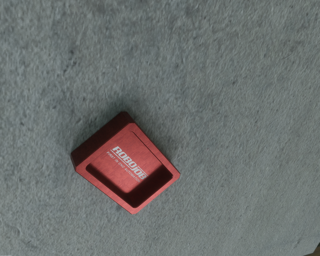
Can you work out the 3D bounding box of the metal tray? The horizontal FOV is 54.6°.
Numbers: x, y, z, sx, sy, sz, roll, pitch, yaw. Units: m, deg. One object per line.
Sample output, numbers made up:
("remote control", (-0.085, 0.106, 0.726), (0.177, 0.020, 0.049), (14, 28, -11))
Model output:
("metal tray", (-0.041, 0.051, 0.411), (0.090, 0.030, 0.130), (-40, 129, -1))
